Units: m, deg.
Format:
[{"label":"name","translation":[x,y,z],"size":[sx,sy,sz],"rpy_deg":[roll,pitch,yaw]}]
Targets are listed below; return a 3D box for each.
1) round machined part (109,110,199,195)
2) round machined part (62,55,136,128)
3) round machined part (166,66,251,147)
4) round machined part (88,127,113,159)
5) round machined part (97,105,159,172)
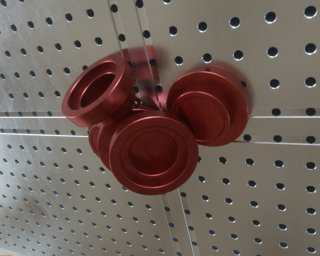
[{"label":"round machined part","translation":[-0.009,0.025,0.357],"size":[0.099,0.042,0.097],"rpy_deg":[-3,113,-7]},{"label":"round machined part","translation":[-0.069,-0.040,0.381],"size":[0.098,0.098,0.042],"rpy_deg":[-13,137,33]},{"label":"round machined part","translation":[0.052,-0.019,0.360],"size":[0.098,0.042,0.097],"rpy_deg":[13,124,20]},{"label":"round machined part","translation":[-0.061,0.014,0.440],"size":[0.098,0.042,0.097],"rpy_deg":[13,124,20]},{"label":"round machined part","translation":[-0.030,0.023,0.398],"size":[0.099,0.042,0.097],"rpy_deg":[-4,110,-10]}]
